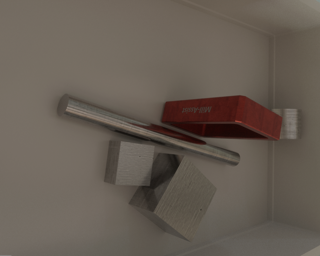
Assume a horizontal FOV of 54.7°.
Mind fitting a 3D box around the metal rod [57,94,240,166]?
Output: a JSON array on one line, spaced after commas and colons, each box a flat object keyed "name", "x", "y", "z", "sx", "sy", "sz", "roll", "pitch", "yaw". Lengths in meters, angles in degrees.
[{"name": "metal rod", "x": 0.010, "y": 0.014, "z": 0.417, "sx": 0.302, "sy": 0.025, "sz": 0.025, "roll": 19, "pitch": 78, "yaw": -39}]

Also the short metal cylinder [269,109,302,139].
[{"name": "short metal cylinder", "x": 0.207, "y": -0.007, "z": 0.548, "sx": 0.081, "sy": 0.080, "sz": 0.050, "roll": 1, "pitch": 90, "yaw": -40}]

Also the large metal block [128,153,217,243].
[{"name": "large metal block", "x": 0.019, "y": 0.090, "z": 0.409, "sx": 0.080, "sy": 0.050, "sz": 0.080, "roll": 47, "pitch": 62, "yaw": -30}]

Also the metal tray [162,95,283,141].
[{"name": "metal tray", "x": 0.077, "y": -0.010, "z": 0.405, "sx": 0.091, "sy": 0.130, "sz": 0.030, "roll": 19, "pitch": 78, "yaw": -39}]

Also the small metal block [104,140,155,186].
[{"name": "small metal block", "x": -0.037, "y": 0.043, "z": 0.378, "sx": 0.050, "sy": 0.025, "sz": 0.050, "roll": 11, "pitch": 83, "yaw": -40}]
